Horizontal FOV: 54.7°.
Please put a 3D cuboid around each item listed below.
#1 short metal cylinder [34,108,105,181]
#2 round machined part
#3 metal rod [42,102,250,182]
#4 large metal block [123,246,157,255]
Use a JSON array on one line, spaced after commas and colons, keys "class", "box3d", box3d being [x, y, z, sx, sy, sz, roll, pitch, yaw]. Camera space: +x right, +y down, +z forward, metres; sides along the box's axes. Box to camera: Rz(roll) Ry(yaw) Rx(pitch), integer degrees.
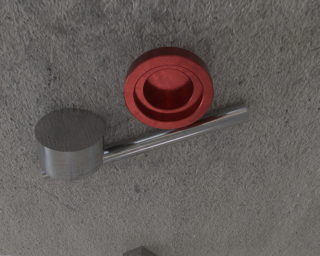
[{"class": "short metal cylinder", "box3d": [-0.110, 0.019, 0.386, 0.081, 0.080, 0.050, 6, 130, -5]}, {"class": "round machined part", "box3d": [0.009, -0.049, 0.355, 0.099, 0.042, 0.097, 0, 130, 0]}, {"class": "metal rod", "box3d": [-0.029, 0.023, 0.426, 0.301, 0.025, 0.025, -18, 128, 14]}, {"class": "large metal block", "box3d": [-0.033, 0.300, 0.626, 0.050, 0.080, 0.080, -30, 124, 22]}]
